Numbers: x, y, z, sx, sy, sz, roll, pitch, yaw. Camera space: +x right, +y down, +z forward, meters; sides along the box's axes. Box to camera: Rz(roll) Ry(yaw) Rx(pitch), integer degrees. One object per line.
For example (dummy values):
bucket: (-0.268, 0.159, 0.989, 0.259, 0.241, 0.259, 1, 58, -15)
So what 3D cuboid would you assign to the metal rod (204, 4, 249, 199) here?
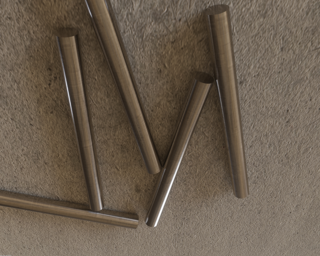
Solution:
metal rod: (0.093, -0.007, 0.401, 0.025, 0.025, 0.299, -11, 130, 9)

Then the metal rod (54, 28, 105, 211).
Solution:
metal rod: (-0.101, 0.014, 0.417, 0.025, 0.025, 0.298, 1, 130, -1)

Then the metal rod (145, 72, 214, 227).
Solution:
metal rod: (0.018, 0.053, 0.451, 0.025, 0.025, 0.298, 10, 130, -8)

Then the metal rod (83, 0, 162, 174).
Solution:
metal rod: (-0.041, -0.052, 0.361, 0.025, 0.025, 0.299, -10, 130, 8)

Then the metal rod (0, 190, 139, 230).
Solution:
metal rod: (-0.184, 0.131, 0.516, 0.302, 0.025, 0.025, 14, 129, -12)
